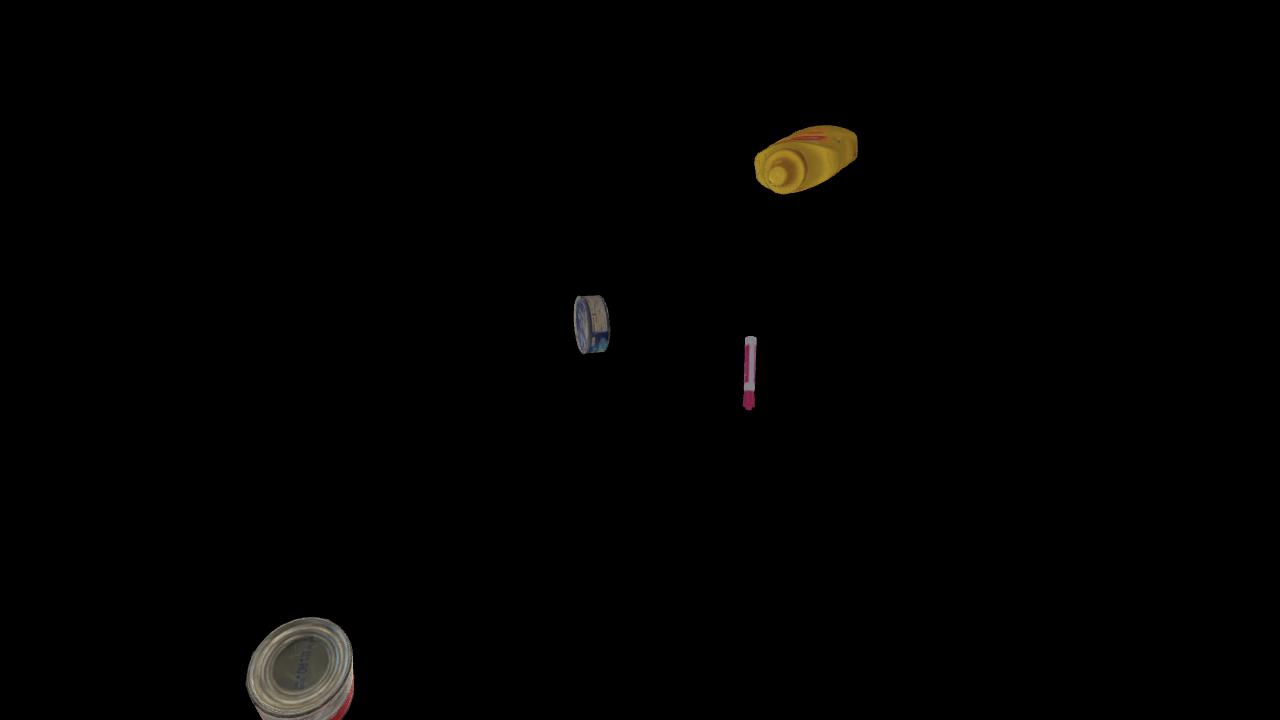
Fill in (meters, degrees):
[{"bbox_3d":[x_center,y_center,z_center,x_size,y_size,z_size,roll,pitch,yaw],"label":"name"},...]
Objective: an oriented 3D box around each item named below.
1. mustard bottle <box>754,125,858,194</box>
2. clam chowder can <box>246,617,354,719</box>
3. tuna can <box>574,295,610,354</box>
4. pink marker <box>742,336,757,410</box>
[{"bbox_3d":[0.170,-0.210,0.651,0.092,0.054,0.184,11,29,25],"label":"mustard bottle"},{"bbox_3d":[-0.254,0.244,0.466,0.068,0.068,0.102,0,-38,-24],"label":"clam chowder can"},{"bbox_3d":[-0.070,-0.051,0.883,0.034,0.084,0.084,-5,2,-19],"label":"tuna can"},{"bbox_3d":[0.171,0.020,0.959,0.020,0.121,0.020,5,-23,2],"label":"pink marker"}]
